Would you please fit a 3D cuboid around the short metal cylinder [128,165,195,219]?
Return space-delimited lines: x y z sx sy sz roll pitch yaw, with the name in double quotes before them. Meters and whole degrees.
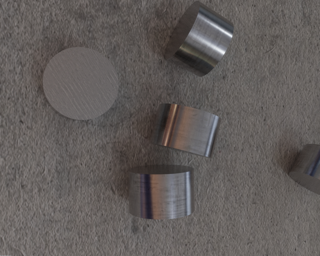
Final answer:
"short metal cylinder" 0.002 0.075 0.380 0.081 0.080 0.050 -1 91 -20

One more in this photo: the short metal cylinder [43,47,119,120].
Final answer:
"short metal cylinder" -0.093 -0.049 0.361 0.081 0.050 0.080 0 90 -20

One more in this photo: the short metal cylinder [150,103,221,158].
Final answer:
"short metal cylinder" 0.032 0.004 0.391 0.081 0.080 0.050 16 85 -19

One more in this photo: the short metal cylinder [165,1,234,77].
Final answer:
"short metal cylinder" 0.048 -0.113 0.397 0.050 0.080 0.080 25 82 -18

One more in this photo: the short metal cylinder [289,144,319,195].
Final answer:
"short metal cylinder" 0.247 0.067 0.471 0.080 0.080 0.050 36 79 -17
